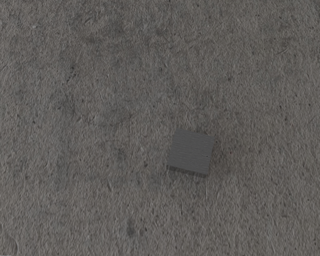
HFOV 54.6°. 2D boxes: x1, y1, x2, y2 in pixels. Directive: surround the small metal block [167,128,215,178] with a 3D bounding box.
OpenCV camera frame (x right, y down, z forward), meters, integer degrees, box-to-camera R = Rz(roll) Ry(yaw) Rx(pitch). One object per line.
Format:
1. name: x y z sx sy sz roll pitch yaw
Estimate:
1. small metal block: 0.039 0.032 0.397 0.050 0.025 0.050 14 71 5
